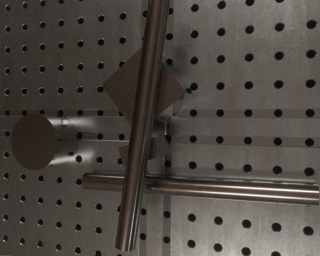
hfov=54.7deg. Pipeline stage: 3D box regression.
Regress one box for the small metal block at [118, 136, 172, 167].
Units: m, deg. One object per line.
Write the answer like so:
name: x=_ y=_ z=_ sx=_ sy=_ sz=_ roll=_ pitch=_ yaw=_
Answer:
small metal block: x=-0.018 y=0.030 z=0.405 sx=0.050 sy=0.050 sz=0.025 roll=-17 pitch=85 yaw=19

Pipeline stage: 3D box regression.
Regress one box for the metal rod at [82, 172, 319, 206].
metal rod: x=0.036 y=0.076 z=0.399 sx=0.301 sy=0.025 sz=0.025 roll=0 pitch=90 yaw=19

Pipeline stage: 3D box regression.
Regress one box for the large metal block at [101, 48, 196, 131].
large metal block: x=-0.014 y=-0.049 z=0.403 sx=0.080 sy=0.050 sz=0.080 roll=-40 pitch=78 yaw=15

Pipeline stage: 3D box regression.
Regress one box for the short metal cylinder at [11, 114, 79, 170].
short metal cylinder: x=-0.169 y=0.019 z=0.457 sx=0.080 sy=0.050 sz=0.079 roll=0 pitch=90 yaw=19

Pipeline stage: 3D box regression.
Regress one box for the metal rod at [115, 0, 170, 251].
metal rod: x=-0.021 y=-0.005 z=0.365 sx=0.025 sy=0.025 sz=0.298 roll=9 pitch=93 yaw=19
